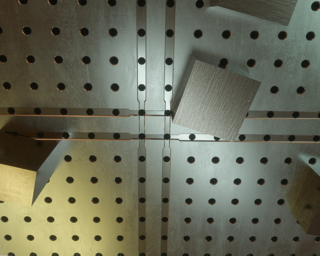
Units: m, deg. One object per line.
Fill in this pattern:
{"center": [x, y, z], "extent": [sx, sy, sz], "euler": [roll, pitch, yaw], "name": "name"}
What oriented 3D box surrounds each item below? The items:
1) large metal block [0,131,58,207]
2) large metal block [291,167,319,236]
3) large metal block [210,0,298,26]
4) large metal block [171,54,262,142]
{"center": [-0.188, 0.050, 0.400], "extent": [0.081, 0.080, 0.050], "euler": [14, 110, -6], "name": "large metal block"}
{"center": [0.251, 0.110, 0.444], "extent": [0.081, 0.050, 0.079], "euler": [11, 110, -5], "name": "large metal block"}
{"center": [0.109, -0.164, 0.341], "extent": [0.081, 0.050, 0.079], "euler": [13, 110, -6], "name": "large metal block"}
{"center": [0.066, -0.038, 0.387], "extent": [0.080, 0.050, 0.079], "euler": [17, 109, -7], "name": "large metal block"}
